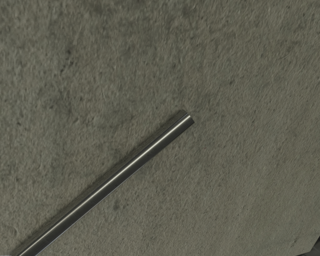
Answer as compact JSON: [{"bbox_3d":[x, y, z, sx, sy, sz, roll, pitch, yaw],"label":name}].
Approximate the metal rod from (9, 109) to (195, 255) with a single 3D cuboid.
[{"bbox_3d":[-0.076,0.080,0.416,0.300,0.025,0.025,-40,130,-1],"label":"metal rod"}]
